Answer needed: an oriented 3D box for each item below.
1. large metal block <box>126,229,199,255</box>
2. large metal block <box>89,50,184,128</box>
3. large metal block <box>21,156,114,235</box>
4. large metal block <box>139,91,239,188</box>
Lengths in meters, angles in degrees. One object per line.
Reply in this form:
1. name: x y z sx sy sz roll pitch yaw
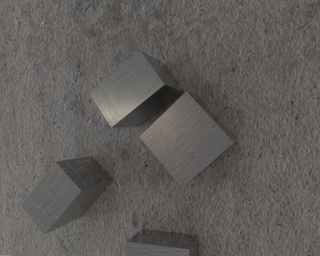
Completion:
1. large metal block: 0.005 0.180 0.394 0.080 0.050 0.080 -1 90 20
2. large metal block: -0.026 -0.044 0.389 0.080 0.080 0.050 -38 78 16
3. large metal block: -0.123 0.088 0.423 0.050 0.080 0.080 44 104 14
4. large metal block: 0.037 0.013 0.383 0.080 0.050 0.080 -44 77 14
